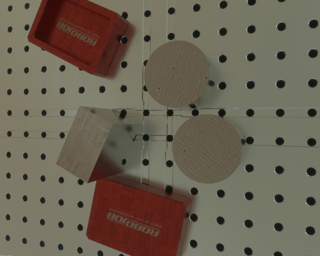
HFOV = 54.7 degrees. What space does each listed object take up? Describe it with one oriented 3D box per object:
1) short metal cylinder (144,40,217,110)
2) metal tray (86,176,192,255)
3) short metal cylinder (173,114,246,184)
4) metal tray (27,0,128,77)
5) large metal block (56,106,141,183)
[{"bbox_3d":[0.027,-0.064,0.390,0.080,0.050,0.079,0,90,20],"label":"short metal cylinder"},{"bbox_3d":[-0.030,0.123,0.421,0.130,0.030,0.089,13,94,19],"label":"metal tray"},{"bbox_3d":[0.061,0.024,0.378,0.080,0.050,0.079,0,90,20],"label":"short metal cylinder"},{"bbox_3d":[-0.122,-0.142,0.452,0.130,0.030,0.090,29,99,17],"label":"metal tray"},{"bbox_3d":[-0.079,0.020,0.411,0.050,0.080,0.080,27,99,18],"label":"large metal block"}]
